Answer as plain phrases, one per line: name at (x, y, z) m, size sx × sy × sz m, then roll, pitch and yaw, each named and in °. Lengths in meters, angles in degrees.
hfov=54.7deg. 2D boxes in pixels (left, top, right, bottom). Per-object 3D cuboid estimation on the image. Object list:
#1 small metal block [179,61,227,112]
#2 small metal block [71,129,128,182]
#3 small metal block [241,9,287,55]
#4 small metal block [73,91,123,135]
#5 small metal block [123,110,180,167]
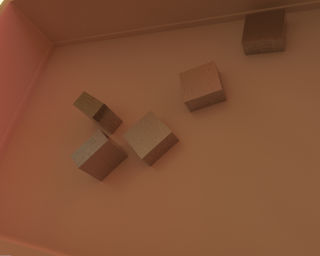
small metal block at (0.056, -0.055, 0.409) m, size 0.050 × 0.025 × 0.050 m, roll -18°, pitch 55°, yaw 17°
small metal block at (-0.078, 0.037, 0.407) m, size 0.050 × 0.050 × 0.025 m, roll -44°, pitch 51°, yaw -2°
small metal block at (0.139, -0.126, 0.410) m, size 0.050 × 0.025 × 0.050 m, roll 1°, pitch 62°, yaw 28°
small metal block at (-0.089, -0.022, 0.448) m, size 0.050 × 0.050 × 0.025 m, roll 30°, pitch 79°, yaw 37°
small metal block at (-0.012, 0.013, 0.403) m, size 0.050 × 0.025 × 0.050 m, roll -42°, pitch 51°, yaw -1°
